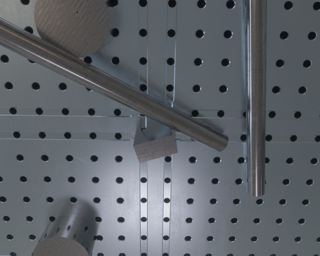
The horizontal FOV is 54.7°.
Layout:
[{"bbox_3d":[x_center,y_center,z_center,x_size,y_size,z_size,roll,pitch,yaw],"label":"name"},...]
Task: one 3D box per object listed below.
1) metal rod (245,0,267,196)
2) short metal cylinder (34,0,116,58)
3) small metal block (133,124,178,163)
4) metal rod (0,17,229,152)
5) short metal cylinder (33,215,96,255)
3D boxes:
[{"bbox_3d":[0.123,-0.047,0.397,0.025,0.025,0.298,-6,110,2],"label":"metal rod"},{"bbox_3d":[-0.093,-0.124,0.354,0.081,0.050,0.079,0,110,0],"label":"short metal cylinder"},{"bbox_3d":[-0.005,0.018,0.407,0.050,0.050,0.025,-16,110,5],"label":"small metal block"},{"bbox_3d":[-0.040,-0.039,0.364,0.302,0.025,0.025,26,109,-23],"label":"metal rod"},{"bbox_3d":[-0.141,0.179,0.465,0.081,0.050,0.079,0,110,0],"label":"short metal cylinder"}]
